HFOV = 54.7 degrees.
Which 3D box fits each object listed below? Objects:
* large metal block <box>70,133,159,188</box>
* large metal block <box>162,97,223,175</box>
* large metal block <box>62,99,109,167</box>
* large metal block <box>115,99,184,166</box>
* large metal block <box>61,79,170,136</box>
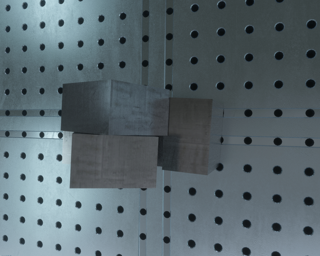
[{"bbox_3d":[-0.051,0.031,0.329,0.081,0.080,0.050,3,91,-14],"label":"large metal block"},{"bbox_3d":[0.042,0.008,0.368,0.050,0.080,0.079,4,92,20],"label":"large metal block"},{"bbox_3d":[-0.082,0.005,0.411,0.050,0.080,0.079,2,91,20],"label":"large metal block"},{"bbox_3d":[-0.015,0.005,0.401,0.080,0.050,0.079,3,91,19],"label":"large metal block"},{"bbox_3d":[-0.047,-0.019,0.331,0.080,0.081,0.050,3,91,42],"label":"large metal block"}]
